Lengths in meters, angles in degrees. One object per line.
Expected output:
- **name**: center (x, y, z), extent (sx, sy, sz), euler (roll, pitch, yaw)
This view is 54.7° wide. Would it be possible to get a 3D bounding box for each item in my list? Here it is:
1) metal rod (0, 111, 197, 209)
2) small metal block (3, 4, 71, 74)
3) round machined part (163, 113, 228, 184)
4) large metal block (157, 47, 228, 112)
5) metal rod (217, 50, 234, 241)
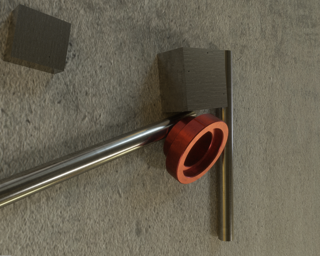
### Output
- **metal rod**: center (-0.066, 0.029, 0.350), extent (0.302, 0.025, 0.025), euler (-21, 104, -38)
- **small metal block**: center (-0.120, -0.085, 0.305), extent (0.050, 0.025, 0.050), euler (11, 83, -40)
- **round machined part**: center (0.043, 0.023, 0.414), extent (0.099, 0.042, 0.097), euler (-31, 140, -30)
- **large metal block**: center (0.046, -0.065, 0.429), extent (0.081, 0.050, 0.079), euler (-8, 96, -40)
- **metal rod**: center (0.104, 0.028, 0.494), extent (0.025, 0.025, 0.298), euler (-1, 91, -40)
